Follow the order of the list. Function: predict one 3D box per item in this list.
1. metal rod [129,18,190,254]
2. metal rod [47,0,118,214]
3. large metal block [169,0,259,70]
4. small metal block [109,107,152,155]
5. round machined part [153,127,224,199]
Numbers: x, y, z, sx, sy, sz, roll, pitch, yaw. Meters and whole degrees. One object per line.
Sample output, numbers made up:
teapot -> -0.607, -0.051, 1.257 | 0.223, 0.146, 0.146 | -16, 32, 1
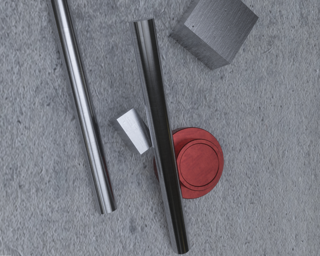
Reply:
metal rod -> 0.006, 0.029, 0.362 | 0.025, 0.025, 0.298 | -19, 115, -19
metal rod -> -0.096, -0.043, 0.373 | 0.025, 0.025, 0.298 | -14, 95, -20
large metal block -> 0.073, -0.139, 0.424 | 0.080, 0.050, 0.080 | 36, 78, -17
small metal block -> -0.035, 0.003, 0.384 | 0.025, 0.050, 0.050 | -37, 102, -16
round machined part -> 0.044, 0.048, 0.418 | 0.099, 0.042, 0.097 | 0, 90, -21
